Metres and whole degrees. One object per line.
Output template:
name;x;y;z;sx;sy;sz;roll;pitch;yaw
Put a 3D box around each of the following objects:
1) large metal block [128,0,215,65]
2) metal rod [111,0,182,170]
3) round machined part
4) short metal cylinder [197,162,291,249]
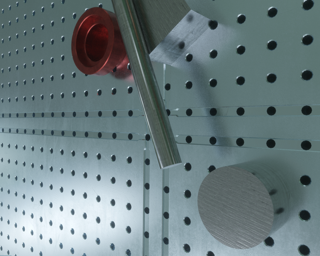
large metal block;0.006;-0.138;0.386;0.080;0.050;0.080;-41;66;32
metal rod;-0.030;-0.098;0.366;0.025;0.025;0.299;-26;74;36
round machined part;-0.087;-0.127;0.468;0.098;0.042;0.097;0;90;39
short metal cylinder;0.087;0.077;0.321;0.080;0.050;0.079;0;90;39
